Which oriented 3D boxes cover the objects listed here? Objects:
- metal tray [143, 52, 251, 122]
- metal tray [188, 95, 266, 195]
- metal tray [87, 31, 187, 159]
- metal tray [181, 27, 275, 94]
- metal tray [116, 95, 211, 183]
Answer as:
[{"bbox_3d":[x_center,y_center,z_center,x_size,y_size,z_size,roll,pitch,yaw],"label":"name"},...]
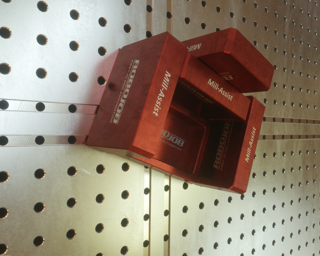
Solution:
[{"bbox_3d":[0.043,-0.046,0.401,0.131,0.090,0.030,27,73,-37],"label":"metal tray"},{"bbox_3d":[0.090,0.021,0.440,0.030,0.090,0.130,28,73,-37],"label":"metal tray"},{"bbox_3d":[-0.027,-0.035,0.343,0.030,0.090,0.130,28,73,-37],"label":"metal tray"},{"bbox_3d":[0.062,-0.075,0.391,0.090,0.130,0.030,28,73,-37],"label":"metal tray"},{"bbox_3d":[0.007,0.011,0.410,0.131,0.030,0.090,28,73,-37],"label":"metal tray"}]
